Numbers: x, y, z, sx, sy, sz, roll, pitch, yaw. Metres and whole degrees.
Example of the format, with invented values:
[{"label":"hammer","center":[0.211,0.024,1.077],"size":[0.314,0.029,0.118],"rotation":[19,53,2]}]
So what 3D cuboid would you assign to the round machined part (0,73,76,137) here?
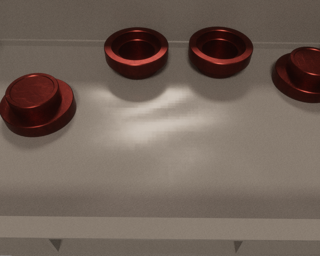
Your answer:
[{"label":"round machined part","center":[-0.169,-0.038,0.424],"size":[0.099,0.042,0.098],"rotation":[0,50,0]}]

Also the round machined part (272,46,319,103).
[{"label":"round machined part","center":[0.226,-0.087,0.470],"size":[0.099,0.042,0.098],"rotation":[0,50,0]}]

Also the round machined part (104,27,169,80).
[{"label":"round machined part","center":[-0.036,-0.114,0.489],"size":[0.099,0.042,0.098],"rotation":[0,50,0]}]

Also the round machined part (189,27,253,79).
[{"label":"round machined part","center":[0.094,-0.116,0.493],"size":[0.099,0.042,0.098],"rotation":[0,50,0]}]
